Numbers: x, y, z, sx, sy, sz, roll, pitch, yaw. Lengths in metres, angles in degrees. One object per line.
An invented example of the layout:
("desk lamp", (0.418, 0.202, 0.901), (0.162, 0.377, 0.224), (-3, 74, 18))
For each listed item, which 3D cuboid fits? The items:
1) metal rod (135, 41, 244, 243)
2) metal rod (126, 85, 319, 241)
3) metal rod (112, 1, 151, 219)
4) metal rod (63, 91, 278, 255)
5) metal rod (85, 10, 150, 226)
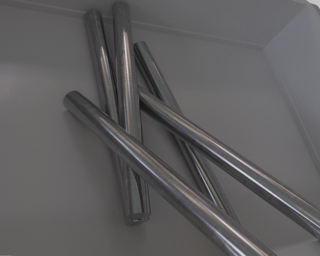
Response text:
("metal rod", (0.031, 0.007, 0.417), (0.025, 0.025, 0.299), (-14, 69, -34))
("metal rod", (0.059, 0.024, 0.344), (0.300, 0.025, 0.025), (36, 46, 29))
("metal rod", (-0.039, -0.043, 0.378), (0.025, 0.025, 0.299), (7, 58, -25))
("metal rod", (-0.005, 0.041, 0.289), (0.025, 0.025, 0.300), (-24, 46, -36))
("metal rod", (-0.060, -0.031, 0.391), (0.025, 0.025, 0.299), (-1, 62, -29))
